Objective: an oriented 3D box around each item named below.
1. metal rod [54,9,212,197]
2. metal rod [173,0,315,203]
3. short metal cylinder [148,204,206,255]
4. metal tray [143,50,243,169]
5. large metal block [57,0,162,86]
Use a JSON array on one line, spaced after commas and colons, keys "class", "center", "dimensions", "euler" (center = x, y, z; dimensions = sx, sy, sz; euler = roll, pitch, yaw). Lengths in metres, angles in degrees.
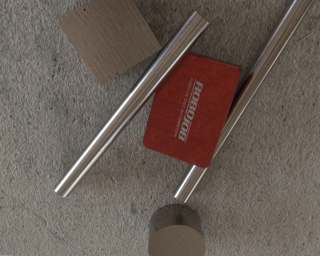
[{"class": "metal rod", "center": [-0.047, -0.015, 0.383], "dimensions": [0.025, 0.025, 0.299], "euler": [36, 113, -13]}, {"class": "metal rod", "center": [0.098, -0.026, 0.401], "dimensions": [0.025, 0.025, 0.298], "euler": [26, 108, -10]}, {"class": "short metal cylinder", "center": [0.023, 0.160, 0.456], "dimensions": [0.081, 0.050, 0.079], "euler": [0, 110, -1]}, {"class": "metal tray", "center": [0.038, -0.024, 0.384], "dimensions": [0.090, 0.030, 0.129], "euler": [19, 110, 12]}, {"class": "large metal block", "center": [-0.053, -0.108, 0.356], "dimensions": [0.080, 0.050, 0.080], "euler": [-30, 108, 10]}]
